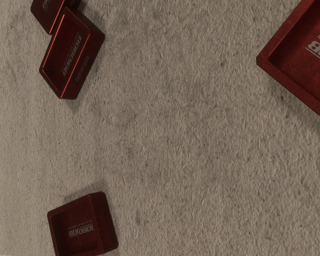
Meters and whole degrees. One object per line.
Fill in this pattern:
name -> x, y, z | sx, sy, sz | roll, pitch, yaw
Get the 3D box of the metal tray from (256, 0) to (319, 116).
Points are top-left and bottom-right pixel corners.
metal tray -> 0.161, -0.055, 0.267 | 0.130, 0.030, 0.090 | 50, 119, 28

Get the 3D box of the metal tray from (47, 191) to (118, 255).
metal tray -> -0.131, 0.165, 0.506 | 0.130, 0.030, 0.090 | -28, 73, 36

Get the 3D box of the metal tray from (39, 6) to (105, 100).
metal tray -> -0.153, -0.124, 0.524 | 0.090, 0.030, 0.129 | 47, 117, 29

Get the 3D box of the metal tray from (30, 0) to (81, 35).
metal tray -> -0.176, -0.238, 0.544 | 0.090, 0.030, 0.129 | 50, 119, 28
